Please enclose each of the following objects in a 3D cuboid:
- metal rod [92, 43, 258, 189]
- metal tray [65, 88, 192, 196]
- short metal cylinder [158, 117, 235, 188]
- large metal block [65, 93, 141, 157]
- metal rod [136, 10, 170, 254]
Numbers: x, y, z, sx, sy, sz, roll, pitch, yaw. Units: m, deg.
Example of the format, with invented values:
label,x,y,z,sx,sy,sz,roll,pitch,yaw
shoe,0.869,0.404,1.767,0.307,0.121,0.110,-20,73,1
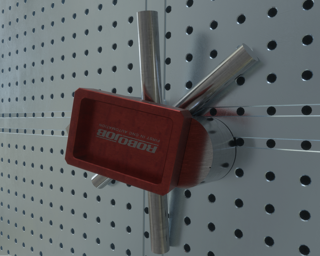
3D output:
label,x,y,z,sx,sy,sz,roll,pitch,yaw
metal rod,0.000,0.002,0.408,0.299,0.025,0.025,-41,66,32
metal tray,-0.038,0.011,0.344,0.130,0.030,0.089,14,99,20
short metal cylinder,0.039,0.026,0.358,0.080,0.050,0.079,0,90,39
large metal block,-0.068,-0.001,0.426,0.080,0.081,0.050,-41,65,32
metal rod,-0.007,0.013,0.384,0.025,0.025,0.298,5,102,39
